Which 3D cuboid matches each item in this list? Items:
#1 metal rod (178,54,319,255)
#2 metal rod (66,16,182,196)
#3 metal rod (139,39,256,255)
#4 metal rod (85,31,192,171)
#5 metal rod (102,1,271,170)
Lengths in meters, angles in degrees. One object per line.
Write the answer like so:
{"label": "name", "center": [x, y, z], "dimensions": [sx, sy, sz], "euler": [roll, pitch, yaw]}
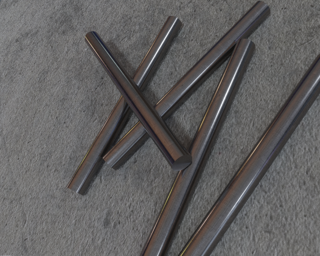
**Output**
{"label": "metal rod", "center": [0.100, 0.041, 0.325], "dimensions": [0.025, 0.025, 0.300], "euler": [30, 78, 37]}
{"label": "metal rod", "center": [-0.045, -0.043, 0.451], "dimensions": [0.025, 0.025, 0.300], "euler": [17, 70, 34]}
{"label": "metal rod", "center": [0.050, 0.018, 0.365], "dimensions": [0.025, 0.025, 0.300], "euler": [15, 69, 33]}
{"label": "metal rod", "center": [-0.045, -0.057, 0.427], "dimensions": [0.025, 0.025, 0.300], "euler": [-38, 51, 2]}
{"label": "metal rod", "center": [0.038, -0.060, 0.419], "dimensions": [0.300, 0.025, 0.025], "euler": [-45, 51, -4]}
